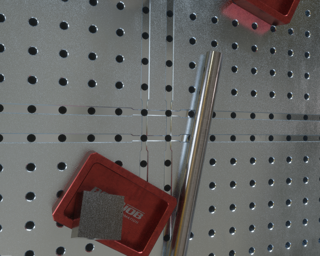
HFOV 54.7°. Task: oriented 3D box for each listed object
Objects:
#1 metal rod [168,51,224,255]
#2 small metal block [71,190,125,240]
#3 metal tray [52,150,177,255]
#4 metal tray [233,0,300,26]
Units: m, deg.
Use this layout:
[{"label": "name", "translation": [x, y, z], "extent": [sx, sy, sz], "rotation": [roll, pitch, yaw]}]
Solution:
[{"label": "metal rod", "translation": [0.049, 0.041, 0.430], "extent": [0.025, 0.025, 0.298], "rotation": [13, 86, -20]}, {"label": "small metal block", "translation": [-0.071, 0.103, 0.360], "extent": [0.050, 0.025, 0.050], "rotation": [15, 63, -27]}, {"label": "metal tray", "translation": [-0.054, 0.098, 0.389], "extent": [0.130, 0.030, 0.090], "rotation": [33, 79, -17]}, {"label": "metal tray", "translation": [0.176, -0.231, 0.458], "extent": [0.091, 0.030, 0.129], "rotation": [22, 96, -19]}]
